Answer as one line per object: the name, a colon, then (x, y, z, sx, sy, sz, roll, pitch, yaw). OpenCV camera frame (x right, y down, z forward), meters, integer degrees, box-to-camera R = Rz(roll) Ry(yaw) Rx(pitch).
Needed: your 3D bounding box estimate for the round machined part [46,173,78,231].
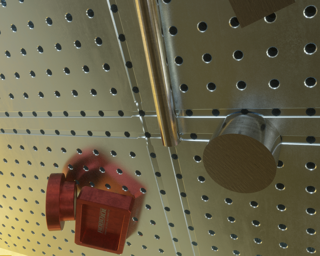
round machined part: (-0.168, 0.128, 0.540, 0.042, 0.098, 0.097, 0, 125, -10)

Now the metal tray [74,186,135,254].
metal tray: (-0.100, 0.165, 0.544, 0.091, 0.030, 0.129, 13, 126, 0)

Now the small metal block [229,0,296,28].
small metal block: (0.090, -0.128, 0.284, 0.050, 0.025, 0.050, -19, 109, 35)

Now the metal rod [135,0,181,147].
metal rod: (-0.010, -0.112, 0.345, 0.025, 0.025, 0.298, 4, 120, 26)

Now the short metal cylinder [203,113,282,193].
short metal cylinder: (0.096, 0.029, 0.361, 0.080, 0.050, 0.079, 13, 124, 20)
